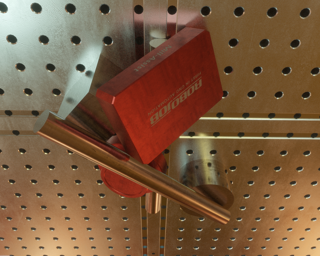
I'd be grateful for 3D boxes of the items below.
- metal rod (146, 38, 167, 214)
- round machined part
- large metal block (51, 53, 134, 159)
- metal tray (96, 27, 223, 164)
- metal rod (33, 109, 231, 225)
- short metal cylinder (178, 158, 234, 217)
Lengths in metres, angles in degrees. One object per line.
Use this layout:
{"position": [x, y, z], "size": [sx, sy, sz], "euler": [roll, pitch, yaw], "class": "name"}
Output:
{"position": [-0.006, 0.022, 0.430], "size": [0.025, 0.025, 0.298], "euler": [2, 130, -2], "class": "metal rod"}
{"position": [-0.043, 0.059, 0.430], "size": [0.098, 0.042, 0.097], "euler": [11, 131, 13], "class": "round machined part"}
{"position": [-0.076, -0.025, 0.354], "size": [0.050, 0.080, 0.080], "euler": [34, 122, -26], "class": "large metal block"}
{"position": [0.008, -0.035, 0.327], "size": [0.131, 0.030, 0.090], "euler": [-40, 131, -22], "class": "metal tray"}
{"position": [-0.008, 0.062, 0.372], "size": [0.025, 0.025, 0.301], "euler": [-36, 130, 26], "class": "metal rod"}
{"position": [0.069, 0.092, 0.476], "size": [0.081, 0.050, 0.079], "euler": [0, 130, 0], "class": "short metal cylinder"}
